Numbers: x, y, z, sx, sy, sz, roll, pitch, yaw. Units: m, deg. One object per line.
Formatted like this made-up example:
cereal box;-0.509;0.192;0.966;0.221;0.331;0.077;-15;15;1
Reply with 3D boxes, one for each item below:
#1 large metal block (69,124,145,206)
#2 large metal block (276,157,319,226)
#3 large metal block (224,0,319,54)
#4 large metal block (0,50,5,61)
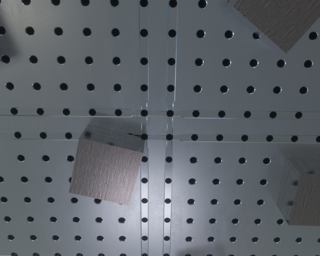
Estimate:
large metal block;-0.070;0.049;0.417;0.080;0.050;0.079;14;110;-5
large metal block;0.218;0.089;0.434;0.080;0.050;0.079;2;110;-1
large metal block;0.133;-0.144;0.348;0.080;0.050;0.080;36;106;-12
large metal block;-0.247;-0.102;0.361;0.080;0.050;0.080;-16;109;6
